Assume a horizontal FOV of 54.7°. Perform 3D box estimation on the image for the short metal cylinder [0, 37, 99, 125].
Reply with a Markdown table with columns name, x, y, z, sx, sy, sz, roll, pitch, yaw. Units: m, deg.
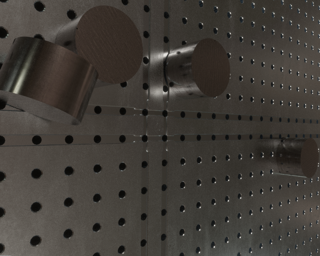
| name | x | y | z | sx | sy | sz | roll | pitch | yaw |
| --- | --- | --- | --- | --- | --- | --- | --- | --- | --- |
| short metal cylinder | -0.104 | -0.040 | 0.287 | 0.080 | 0.080 | 0.050 | 27 | 73 | -37 |

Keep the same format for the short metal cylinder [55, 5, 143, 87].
| name | x | y | z | sx | sy | sz | roll | pitch | yaw |
| --- | --- | --- | --- | --- | --- | --- | --- | --- | --- |
| short metal cylinder | -0.066 | -0.086 | 0.339 | 0.081 | 0.050 | 0.079 | 0 | 90 | -41 |

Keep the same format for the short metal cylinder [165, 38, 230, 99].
| name | x | y | z | sx | sy | sz | roll | pitch | yaw |
| --- | --- | --- | --- | --- | --- | --- | --- | --- | --- |
| short metal cylinder | 0.055 | -0.082 | 0.441 | 0.081 | 0.050 | 0.079 | 0 | 90 | -40 |

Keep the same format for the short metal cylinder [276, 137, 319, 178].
| name | x | y | z | sx | sy | sz | roll | pitch | yaw |
| --- | --- | --- | --- | --- | --- | --- | --- | --- | --- |
| short metal cylinder | 0.282 | 0.059 | 0.634 | 0.081 | 0.050 | 0.079 | 0 | 90 | -40 |
